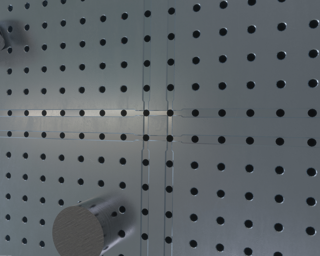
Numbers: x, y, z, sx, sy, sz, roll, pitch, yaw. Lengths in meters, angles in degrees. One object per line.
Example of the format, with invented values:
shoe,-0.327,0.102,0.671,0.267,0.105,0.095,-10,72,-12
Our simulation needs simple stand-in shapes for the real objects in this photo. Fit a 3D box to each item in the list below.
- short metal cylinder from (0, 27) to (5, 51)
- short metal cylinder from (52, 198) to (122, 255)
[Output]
short metal cylinder,-0.295,-0.151,0.488,0.080,0.080,0.050,-24,82,18
short metal cylinder,-0.101,0.143,0.435,0.080,0.050,0.080,0,90,20
